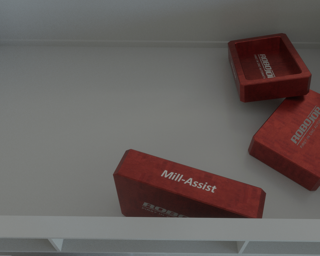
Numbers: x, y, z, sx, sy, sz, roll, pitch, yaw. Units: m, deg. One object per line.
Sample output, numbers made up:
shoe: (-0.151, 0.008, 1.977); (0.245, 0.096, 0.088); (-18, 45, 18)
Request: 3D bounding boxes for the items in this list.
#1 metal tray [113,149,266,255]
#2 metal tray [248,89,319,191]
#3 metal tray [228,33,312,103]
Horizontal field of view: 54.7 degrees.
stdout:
metal tray: (0.024, 0.074, 0.300); (0.130, 0.090, 0.030); (16, 52, 13)
metal tray: (0.186, 0.007, 0.397); (0.090, 0.030, 0.131); (33, 57, 25)
metal tray: (0.154, -0.092, 0.456); (0.090, 0.030, 0.130); (-7, 41, 8)
